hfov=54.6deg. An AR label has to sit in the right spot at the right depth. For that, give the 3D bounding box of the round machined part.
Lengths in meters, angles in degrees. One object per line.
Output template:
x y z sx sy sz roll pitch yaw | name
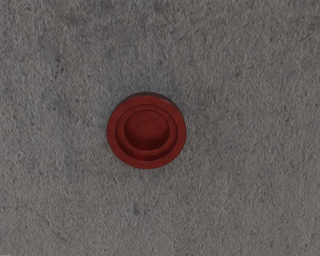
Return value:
-0.016 0.000 0.401 0.099 0.042 0.097 0 110 0 | round machined part
